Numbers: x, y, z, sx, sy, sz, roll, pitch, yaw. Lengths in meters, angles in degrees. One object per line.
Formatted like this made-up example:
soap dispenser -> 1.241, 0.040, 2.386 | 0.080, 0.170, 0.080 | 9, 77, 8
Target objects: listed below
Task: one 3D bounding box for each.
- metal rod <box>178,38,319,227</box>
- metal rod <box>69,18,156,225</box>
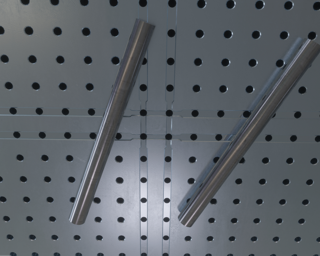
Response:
metal rod -> 0.112, 0.018, 0.421 | 0.025, 0.025, 0.298 | 28, 107, -10
metal rod -> -0.070, 0.005, 0.414 | 0.025, 0.025, 0.298 | 20, 109, -7
